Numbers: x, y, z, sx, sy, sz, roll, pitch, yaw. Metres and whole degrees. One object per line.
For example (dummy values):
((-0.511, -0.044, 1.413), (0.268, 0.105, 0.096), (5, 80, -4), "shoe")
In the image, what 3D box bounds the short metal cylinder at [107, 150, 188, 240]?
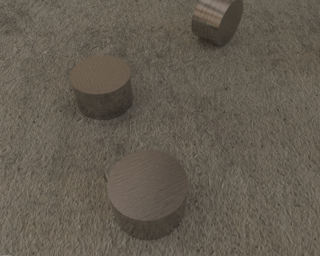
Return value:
((-0.012, 0.070, 0.328), (0.080, 0.050, 0.080), (0, 50, 0), "short metal cylinder")

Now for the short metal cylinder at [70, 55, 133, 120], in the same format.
((-0.080, -0.057, 0.434), (0.080, 0.050, 0.080), (0, 50, 0), "short metal cylinder")

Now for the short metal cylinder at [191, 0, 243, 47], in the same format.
((0.097, -0.185, 0.524), (0.050, 0.080, 0.080), (32, 57, 24), "short metal cylinder")
